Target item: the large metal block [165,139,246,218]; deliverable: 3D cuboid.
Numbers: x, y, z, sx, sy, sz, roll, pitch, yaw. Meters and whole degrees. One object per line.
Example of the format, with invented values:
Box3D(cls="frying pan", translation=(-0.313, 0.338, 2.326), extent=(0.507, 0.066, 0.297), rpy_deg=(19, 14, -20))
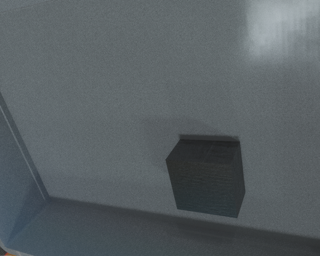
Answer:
Box3D(cls="large metal block", translation=(0.061, 0.063, 0.398), extent=(0.080, 0.050, 0.079), rpy_deg=(1, 119, 27))
